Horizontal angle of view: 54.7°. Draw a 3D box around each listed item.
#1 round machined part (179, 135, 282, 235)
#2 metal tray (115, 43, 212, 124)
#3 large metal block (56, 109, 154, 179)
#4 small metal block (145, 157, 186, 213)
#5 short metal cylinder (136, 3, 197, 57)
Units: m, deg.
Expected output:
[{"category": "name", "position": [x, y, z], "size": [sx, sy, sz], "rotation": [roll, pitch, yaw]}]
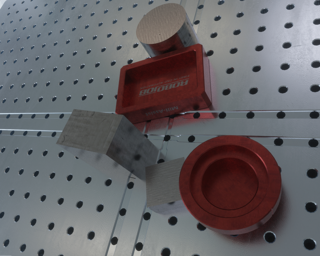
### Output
[{"category": "round machined part", "position": [0.073, 0.060, 0.318], "size": [0.098, 0.042, 0.098], "rotation": [-10, 57, 15]}, {"category": "metal tray", "position": [0.004, -0.061, 0.440], "size": [0.130, 0.030, 0.090], "rotation": [-12, 57, 21]}, {"category": "large metal block", "position": [-0.067, 0.021, 0.396], "size": [0.080, 0.080, 0.050], "rotation": [8, 66, 31]}, {"category": "small metal block", "position": [0.012, 0.067, 0.361], "size": [0.050, 0.025, 0.050], "rotation": [-17, 55, 18]}, {"category": "short metal cylinder", "position": [0.011, -0.143, 0.474], "size": [0.080, 0.050, 0.080], "rotation": [-13, 56, 21]}]
